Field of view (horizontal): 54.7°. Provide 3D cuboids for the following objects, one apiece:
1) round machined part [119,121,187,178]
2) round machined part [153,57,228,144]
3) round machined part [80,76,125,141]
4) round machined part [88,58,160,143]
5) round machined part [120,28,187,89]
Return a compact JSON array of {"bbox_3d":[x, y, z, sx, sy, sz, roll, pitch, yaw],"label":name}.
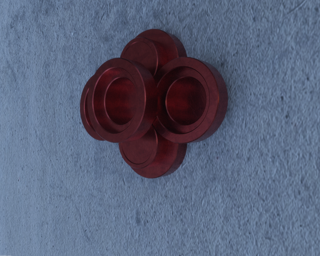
[{"bbox_3d":[-0.016,0.018,0.407,0.098,0.042,0.097,0,90,39],"label":"round machined part"},{"bbox_3d":[0.036,-0.031,0.364,0.098,0.042,0.097,0,90,39],"label":"round machined part"},{"bbox_3d":[-0.069,-0.031,0.450,0.098,0.042,0.097,0,90,39],"label":"round machined part"},{"bbox_3d":[-0.039,-0.032,0.371,0.098,0.042,0.097,0,91,39],"label":"round machined part"},{"bbox_3d":[-0.016,-0.081,0.406,0.098,0.042,0.097,0,90,39],"label":"round machined part"}]
